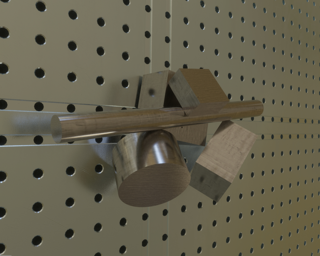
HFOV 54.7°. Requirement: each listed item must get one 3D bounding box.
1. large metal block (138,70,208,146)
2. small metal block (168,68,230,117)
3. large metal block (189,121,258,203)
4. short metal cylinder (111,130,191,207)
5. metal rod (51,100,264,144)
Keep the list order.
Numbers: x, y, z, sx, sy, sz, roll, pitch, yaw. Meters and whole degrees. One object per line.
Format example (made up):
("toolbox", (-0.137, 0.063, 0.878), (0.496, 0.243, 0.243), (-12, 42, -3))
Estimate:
("large metal block", (0.019, -0.022, 0.404), (0.081, 0.050, 0.080), (14, 81, -39))
("small metal block", (0.045, -0.042, 0.362), (0.050, 0.025, 0.050), (-8, 60, -40))
("large metal block", (0.085, 0.046, 0.432), (0.080, 0.050, 0.080), (-52, 165, -27))
("short metal cylinder", (-0.011, 0.046, 0.352), (0.080, 0.080, 0.050), (25, 32, -38))
("metal rod", (0.027, -0.014, 0.362), (0.302, 0.025, 0.025), (-7, 95, -39))
